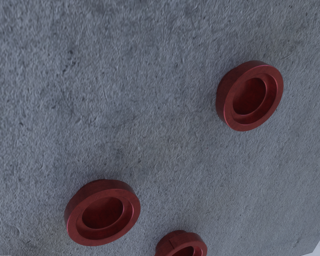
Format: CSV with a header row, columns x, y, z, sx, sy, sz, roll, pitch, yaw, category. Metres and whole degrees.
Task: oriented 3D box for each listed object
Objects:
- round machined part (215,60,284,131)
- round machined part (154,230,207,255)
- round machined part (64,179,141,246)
x,y,z,sx,sy,sz,roll,pitch,yaw,category
0.118,-0.047,0.431,0.099,0.042,0.097,-14,124,-21,round machined part
0.031,0.221,0.549,0.099,0.042,0.097,-14,124,-21,round machined part
-0.079,0.109,0.420,0.099,0.042,0.097,-14,124,-21,round machined part
